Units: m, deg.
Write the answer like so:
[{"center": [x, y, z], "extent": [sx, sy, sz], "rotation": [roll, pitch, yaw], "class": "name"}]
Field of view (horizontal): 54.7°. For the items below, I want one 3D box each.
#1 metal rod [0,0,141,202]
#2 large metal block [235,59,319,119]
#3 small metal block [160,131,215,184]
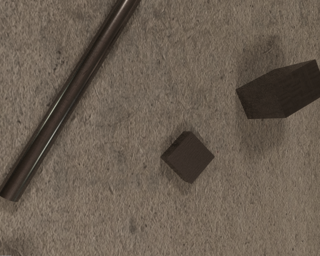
[{"center": [-0.100, -0.052, 0.372], "extent": [0.025, 0.025, 0.299], "rotation": [32, 79, -18], "class": "metal rod"}, {"center": [0.172, -0.053, 0.445], "extent": [0.081, 0.080, 0.050], "rotation": [-28, 100, -18], "class": "large metal block"}, {"center": [0.038, 0.040, 0.424], "extent": [0.050, 0.025, 0.050], "rotation": [46, 75, -15], "class": "small metal block"}]
